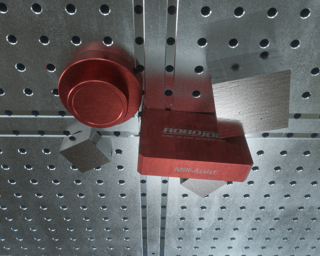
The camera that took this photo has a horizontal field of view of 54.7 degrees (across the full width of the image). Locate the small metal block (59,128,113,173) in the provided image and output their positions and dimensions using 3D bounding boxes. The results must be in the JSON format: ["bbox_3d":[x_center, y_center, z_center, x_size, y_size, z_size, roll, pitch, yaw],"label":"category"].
[{"bbox_3d":[-0.103,0.032,0.437,0.050,0.025,0.050,-23,127,18],"label":"small metal block"}]

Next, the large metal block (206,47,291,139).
[{"bbox_3d":[0.103,-0.039,0.364,0.080,0.050,0.080,-10,130,8],"label":"large metal block"}]

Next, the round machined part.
[{"bbox_3d":[-0.071,-0.038,0.367,0.099,0.042,0.097,-1,130,0],"label":"round machined part"}]

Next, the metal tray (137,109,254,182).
[{"bbox_3d":[0.040,0.019,0.386,0.131,0.090,0.030,5,130,-5],"label":"metal tray"}]

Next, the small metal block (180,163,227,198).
[{"bbox_3d":[0.066,0.076,0.478,0.050,0.025,0.050,35,122,-27],"label":"small metal block"}]
